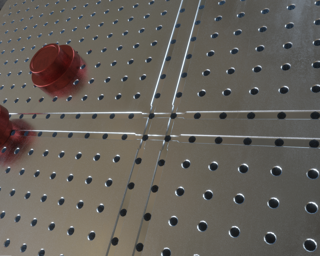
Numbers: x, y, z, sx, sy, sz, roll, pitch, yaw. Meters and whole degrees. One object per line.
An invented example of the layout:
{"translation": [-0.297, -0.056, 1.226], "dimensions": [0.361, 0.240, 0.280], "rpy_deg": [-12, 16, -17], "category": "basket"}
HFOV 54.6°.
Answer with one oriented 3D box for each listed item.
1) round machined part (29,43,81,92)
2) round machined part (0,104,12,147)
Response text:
{"translation": [-0.201, -0.118, 0.577], "dimensions": [0.098, 0.042, 0.098], "rpy_deg": [-13, 56, 21], "category": "round machined part"}
{"translation": [-0.310, 0.003, 0.560], "dimensions": [0.098, 0.042, 0.098], "rpy_deg": [-13, 56, 21], "category": "round machined part"}
